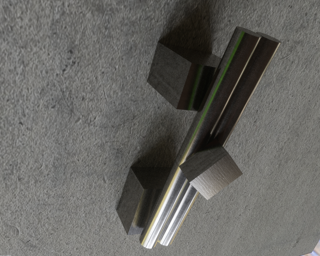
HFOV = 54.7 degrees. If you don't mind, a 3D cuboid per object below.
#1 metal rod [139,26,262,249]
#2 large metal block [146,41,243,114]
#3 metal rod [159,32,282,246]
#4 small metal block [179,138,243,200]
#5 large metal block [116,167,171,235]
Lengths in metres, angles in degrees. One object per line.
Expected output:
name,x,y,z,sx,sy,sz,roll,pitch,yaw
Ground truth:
metal rod,0.032,0.034,0.352,0.025,0.025,0.298,3,124,-30
large metal block,0.042,-0.058,0.360,0.081,0.080,0.050,3,117,-30
metal rod,0.055,0.035,0.365,0.025,0.025,0.298,3,124,-30
small metal block,0.057,0.047,0.342,0.050,0.025,0.050,-38,135,4
large metal block,-0.009,0.104,0.451,0.081,0.050,0.079,5,116,-31
